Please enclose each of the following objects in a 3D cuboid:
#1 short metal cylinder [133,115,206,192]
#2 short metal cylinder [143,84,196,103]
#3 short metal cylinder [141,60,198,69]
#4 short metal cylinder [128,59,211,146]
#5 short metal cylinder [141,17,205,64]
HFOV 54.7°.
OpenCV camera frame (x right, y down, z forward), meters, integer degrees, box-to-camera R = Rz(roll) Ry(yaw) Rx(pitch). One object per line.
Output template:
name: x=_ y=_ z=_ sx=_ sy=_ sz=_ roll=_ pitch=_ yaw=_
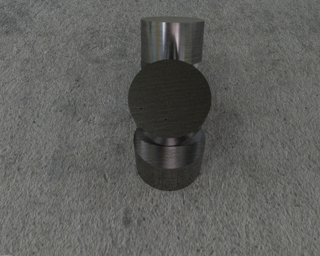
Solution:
short metal cylinder: x=0.011 y=0.027 z=0.366 sx=0.080 sy=0.050 sz=0.080 roll=0 pitch=50 yaw=0
short metal cylinder: x=0.012 y=-0.035 z=0.400 sx=0.080 sy=0.080 sz=0.050 roll=1 pitch=50 yaw=1
short metal cylinder: x=0.013 y=-0.076 z=0.453 sx=0.080 sy=0.050 sz=0.080 roll=0 pitch=50 yaw=0
short metal cylinder: x=0.010 y=-0.024 z=0.323 sx=0.080 sy=0.050 sz=0.080 roll=0 pitch=78 yaw=1
short metal cylinder: x=0.016 y=-0.115 z=0.401 sx=0.081 sy=0.050 sz=0.080 roll=1 pitch=25 yaw=0
